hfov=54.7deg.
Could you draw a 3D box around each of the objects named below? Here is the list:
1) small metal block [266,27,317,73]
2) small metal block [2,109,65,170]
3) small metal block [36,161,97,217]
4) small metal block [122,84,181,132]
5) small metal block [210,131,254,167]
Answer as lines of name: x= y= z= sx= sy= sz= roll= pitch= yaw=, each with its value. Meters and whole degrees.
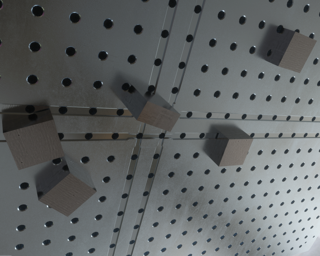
small metal block: x=0.190 y=-0.112 z=0.449 sx=0.050 sy=0.025 sz=0.050 roll=7 pitch=115 yaw=-32
small metal block: x=-0.139 y=0.013 z=0.344 sx=0.050 sy=0.025 sz=0.050 roll=-18 pitch=126 yaw=-19
small metal block: x=-0.119 y=0.079 z=0.396 sx=0.050 sy=0.025 sz=0.050 roll=-41 pitch=130 yaw=0
small metal block: x=-0.011 y=-0.024 z=0.375 sx=0.050 sy=0.050 sz=0.025 roll=20 pitch=108 yaw=-36
small metal block: x=0.115 y=0.033 z=0.497 sx=0.050 sy=0.025 sz=0.050 roll=0 pitch=118 yaw=-29
